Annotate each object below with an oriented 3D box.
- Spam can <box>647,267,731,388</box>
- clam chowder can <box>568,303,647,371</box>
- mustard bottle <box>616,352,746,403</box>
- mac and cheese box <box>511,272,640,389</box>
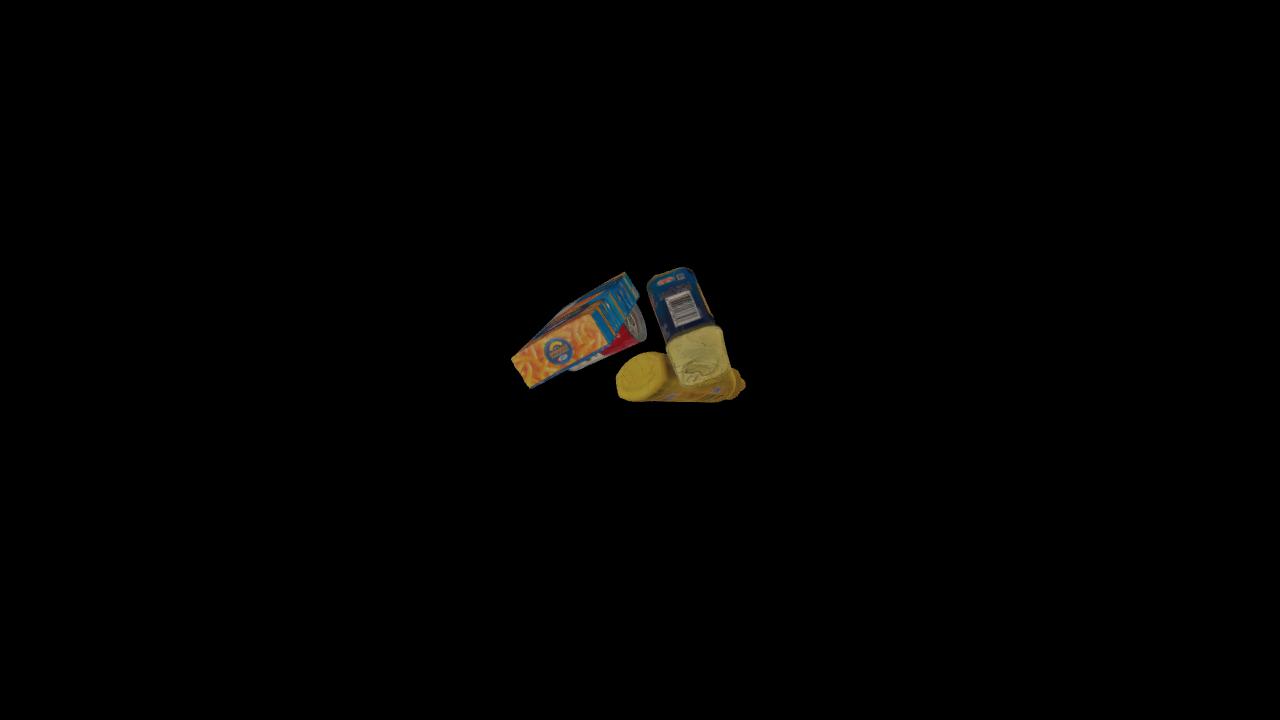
[{"bbox_3d":[0.049,-0.034,0.638,0.058,0.085,0.101,-20,-34,3],"label":"Spam can"},{"bbox_3d":[-0.052,-0.034,0.753,0.102,0.068,0.068,-24,-9,21],"label":"clam chowder can"},{"bbox_3d":[0.066,0.026,0.763,0.184,0.054,0.092,6,-27,-41],"label":"mustard bottle"},{"bbox_3d":[-0.059,-0.037,0.639,0.093,0.041,0.184,-27,13,16],"label":"mac and cheese box"}]
